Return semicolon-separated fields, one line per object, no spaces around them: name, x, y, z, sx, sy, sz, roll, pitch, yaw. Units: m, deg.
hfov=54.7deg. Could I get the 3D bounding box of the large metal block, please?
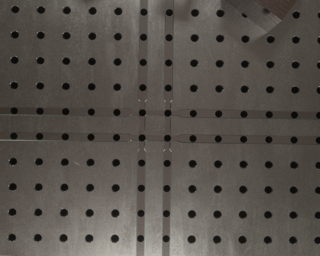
large metal block;0.141;-0.187;0.403;0.080;0.050;0.080;37;90;-1
